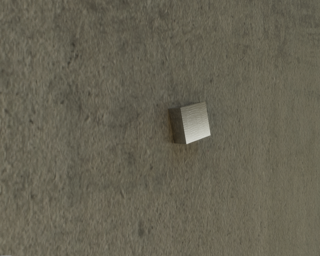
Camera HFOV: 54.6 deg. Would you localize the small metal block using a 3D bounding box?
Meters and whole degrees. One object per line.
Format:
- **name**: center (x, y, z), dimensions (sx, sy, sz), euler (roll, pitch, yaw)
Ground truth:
- **small metal block**: center (0.042, -0.008, 0.439), dimensions (0.050, 0.025, 0.050), euler (-17, 101, -39)
